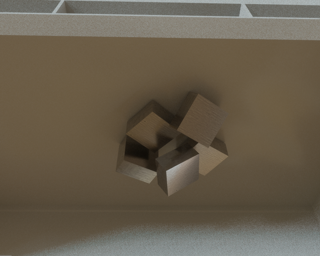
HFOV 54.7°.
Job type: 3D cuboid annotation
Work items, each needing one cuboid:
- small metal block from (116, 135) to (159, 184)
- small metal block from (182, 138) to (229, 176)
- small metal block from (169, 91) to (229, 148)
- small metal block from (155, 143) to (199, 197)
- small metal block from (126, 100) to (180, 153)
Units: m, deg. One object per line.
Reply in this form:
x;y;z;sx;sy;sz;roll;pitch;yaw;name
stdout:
-0.030;0.042;0.425;0.050;0.050;0.025;23;126;-19;small metal block
0.059;0.035;0.437;0.050;0.025;0.050;28;124;-23;small metal block
0.048;-0.010;0.384;0.050;0.025;0.050;30;91;-24;small metal block
0.024;0.055;0.406;0.050;0.025;0.050;-25;134;-22;small metal block
-0.008;-0.001;0.405;0.050;0.025;0.050;36;121;-27;small metal block
